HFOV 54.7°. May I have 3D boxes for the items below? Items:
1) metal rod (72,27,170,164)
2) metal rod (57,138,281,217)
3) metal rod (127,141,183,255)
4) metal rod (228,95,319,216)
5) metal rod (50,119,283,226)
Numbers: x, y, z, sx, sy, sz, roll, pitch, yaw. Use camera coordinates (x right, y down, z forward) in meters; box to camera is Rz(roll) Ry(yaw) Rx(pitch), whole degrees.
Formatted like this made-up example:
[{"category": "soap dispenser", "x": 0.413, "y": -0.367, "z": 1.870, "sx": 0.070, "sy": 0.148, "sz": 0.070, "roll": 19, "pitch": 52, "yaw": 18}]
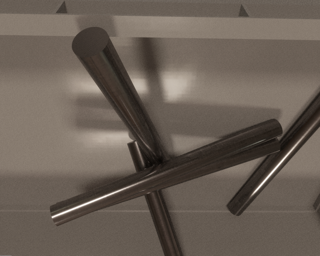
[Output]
[{"category": "metal rod", "x": -0.017, "y": 0.005, "z": 0.335, "sx": 0.025, "sy": 0.025, "sz": 0.299, "roll": -10, "pitch": 154, "yaw": 8}, {"category": "metal rod", "x": 0.017, "y": 0.063, "z": 0.409, "sx": 0.302, "sy": 0.025, "sz": 0.025, "roll": -16, "pitch": 130, "yaw": -8}, {"category": "metal rod", "x": 0.013, "y": 0.159, "z": 0.436, "sx": 0.025, "sy": 0.025, "sz": 0.298, "roll": -17, "pitch": 93, "yaw": 13}, {"category": "metal rod", "x": 0.178, "y": 0.032, "z": 0.439, "sx": 0.025, "sy": 0.025, "sz": 0.298, "roll": 15, "pitch": 129, "yaw": -13}, {"category": "metal rod", "x": 0.016, "y": 0.051, "z": 0.387, "sx": 0.302, "sy": 0.025, "sz": 0.025, "roll": -20, "pitch": 130, "yaw": -10}]
